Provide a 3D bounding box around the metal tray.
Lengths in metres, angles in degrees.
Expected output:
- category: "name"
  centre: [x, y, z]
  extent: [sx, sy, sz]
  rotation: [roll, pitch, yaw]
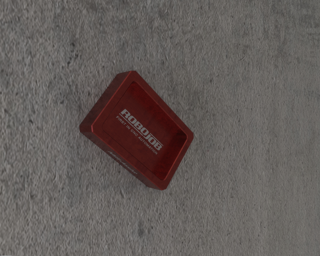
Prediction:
- category: "metal tray"
  centre: [-0.022, 0.006, 0.381]
  extent: [0.130, 0.030, 0.090]
  rotation: [45, 63, -31]
